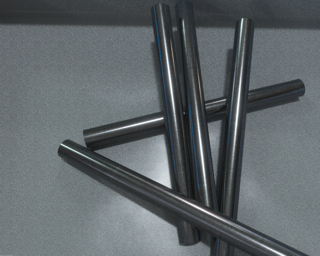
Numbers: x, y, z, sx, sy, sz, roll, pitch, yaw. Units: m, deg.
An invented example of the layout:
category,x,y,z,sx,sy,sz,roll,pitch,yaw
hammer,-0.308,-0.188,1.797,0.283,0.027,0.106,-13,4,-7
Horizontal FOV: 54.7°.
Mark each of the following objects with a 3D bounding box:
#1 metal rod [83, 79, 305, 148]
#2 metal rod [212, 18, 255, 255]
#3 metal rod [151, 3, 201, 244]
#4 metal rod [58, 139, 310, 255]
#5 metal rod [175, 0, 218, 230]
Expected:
category,x,y,z,sx,sy,sz,roll,pitch,yaw
metal rod,0.049,-0.021,0.417,0.302,0.025,0.025,-14,71,-6
metal rod,0.094,0.003,0.388,0.025,0.025,0.299,8,78,2
metal rod,0.018,-0.013,0.388,0.025,0.025,0.298,-6,80,-3
metal rod,0.007,0.079,0.345,0.301,0.025,0.025,22,71,21
metal rod,0.045,-0.029,0.393,0.025,0.025,0.299,-4,73,-2
